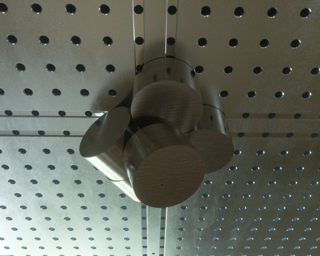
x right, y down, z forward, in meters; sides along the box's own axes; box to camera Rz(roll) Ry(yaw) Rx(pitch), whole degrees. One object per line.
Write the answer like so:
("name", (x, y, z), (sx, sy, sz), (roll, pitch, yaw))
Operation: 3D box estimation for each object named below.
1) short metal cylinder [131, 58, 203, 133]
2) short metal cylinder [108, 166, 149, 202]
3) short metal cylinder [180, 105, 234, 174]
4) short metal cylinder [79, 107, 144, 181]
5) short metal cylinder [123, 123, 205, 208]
("short metal cylinder", (0.008, -0.035, 0.364), (0.081, 0.050, 0.079), (0, 130, 0))
("short metal cylinder", (-0.027, 0.052, 0.419), (0.080, 0.080, 0.050), (-27, 125, 20))
("short metal cylinder", (0.053, 0.016, 0.408), (0.081, 0.050, 0.079), (0, 130, 0))
("short metal cylinder", (-0.054, 0.019, 0.391), (0.080, 0.080, 0.050), (-27, 125, 21))
("short metal cylinder", (0.003, 0.041, 0.346), (0.081, 0.050, 0.079), (-9, 119, -16))
